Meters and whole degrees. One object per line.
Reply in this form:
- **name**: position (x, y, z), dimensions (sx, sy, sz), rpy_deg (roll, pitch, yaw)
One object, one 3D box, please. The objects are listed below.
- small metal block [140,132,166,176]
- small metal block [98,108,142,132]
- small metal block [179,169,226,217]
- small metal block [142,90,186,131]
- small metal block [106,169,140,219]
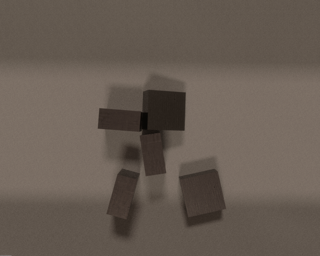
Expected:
- **small metal block**: position (-0.009, 0.032, 0.399), dimensions (0.025, 0.050, 0.050), rpy_deg (-9, 90, 0)
- **small metal block**: position (-0.049, -0.010, 0.398), dimensions (0.050, 0.050, 0.025), rpy_deg (4, 90, 0)
- **small metal block**: position (0.056, 0.086, 0.412), dimensions (0.050, 0.025, 0.050), rpy_deg (-13, 90, -1)
- **small metal block**: position (0.005, -0.022, 0.404), dimensions (0.050, 0.025, 0.050), rpy_deg (2, 90, -19)
- **small metal block**: position (-0.046, 0.083, 0.398), dimensions (0.025, 0.050, 0.050), rpy_deg (16, 90, 0)
